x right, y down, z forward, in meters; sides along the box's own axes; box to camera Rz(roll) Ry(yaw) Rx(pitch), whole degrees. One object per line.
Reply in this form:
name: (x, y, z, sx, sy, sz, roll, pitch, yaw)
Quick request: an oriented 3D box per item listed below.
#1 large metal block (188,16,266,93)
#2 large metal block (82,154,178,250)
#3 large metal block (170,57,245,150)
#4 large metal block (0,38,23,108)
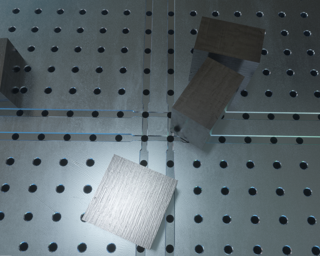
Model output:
large metal block: (0.086, -0.096, 0.418, 0.080, 0.080, 0.050, 14, 71, 5)
large metal block: (-0.032, 0.088, 0.366, 0.080, 0.050, 0.080, 22, 71, 8)
large metal block: (0.057, -0.028, 0.393, 0.050, 0.080, 0.080, 32, 73, 11)
large metal block: (-0.243, -0.073, 0.424, 0.080, 0.050, 0.080, -2, 70, -1)
